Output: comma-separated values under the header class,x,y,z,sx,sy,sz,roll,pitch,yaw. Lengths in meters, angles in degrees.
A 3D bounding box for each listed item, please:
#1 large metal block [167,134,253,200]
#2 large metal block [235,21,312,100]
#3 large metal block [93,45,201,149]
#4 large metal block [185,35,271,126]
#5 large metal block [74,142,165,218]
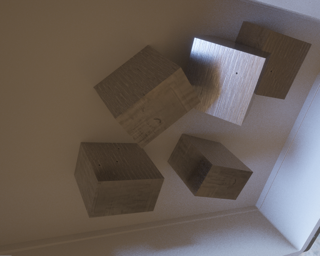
class,x,y,z,sx,sy,sz,roll,pitch,yaw
large metal block,0.071,0.056,0.449,0.081,0.080,0.050,14,111,-34
large metal block,0.141,-0.089,0.417,0.081,0.050,0.079,5,116,-31
large metal block,-0.017,-0.037,0.342,0.080,0.080,0.050,-39,130,-3
large metal block,0.076,-0.059,0.371,0.050,0.080,0.079,-38,145,-59
large metal block,-0.053,0.060,0.382,0.081,0.080,0.050,3,117,-30
